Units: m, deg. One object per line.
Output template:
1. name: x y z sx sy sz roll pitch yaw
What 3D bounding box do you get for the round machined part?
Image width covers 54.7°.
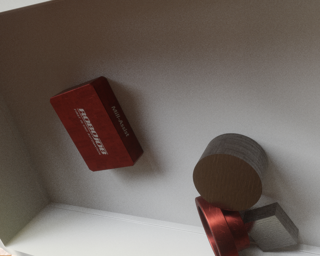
1. round machined part: 0.085 0.132 0.410 0.042 0.098 0.097 -20 113 -4

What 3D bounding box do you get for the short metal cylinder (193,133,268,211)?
1. short metal cylinder: 0.086 0.053 0.377 0.080 0.050 0.079 12 121 21

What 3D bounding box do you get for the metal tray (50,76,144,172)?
1. metal tray: -0.091 -0.001 0.451 0.090 0.030 0.129 -13 112 33

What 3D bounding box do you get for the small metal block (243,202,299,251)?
1. small metal block: 0.147 0.132 0.413 0.050 0.025 0.050 -32 101 38
